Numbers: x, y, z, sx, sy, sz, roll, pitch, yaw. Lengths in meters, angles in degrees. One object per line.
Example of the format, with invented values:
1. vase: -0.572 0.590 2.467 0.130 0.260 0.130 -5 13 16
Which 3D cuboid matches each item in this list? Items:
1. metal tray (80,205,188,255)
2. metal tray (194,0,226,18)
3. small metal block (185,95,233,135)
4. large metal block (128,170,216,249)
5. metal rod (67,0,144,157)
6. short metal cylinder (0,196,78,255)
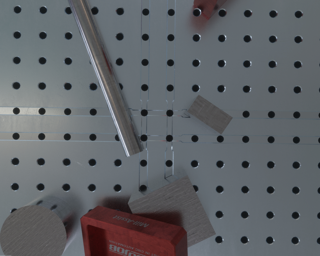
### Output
1. metal tray: -0.032 0.151 0.370 0.130 0.030 0.089 5 106 29
2. metal tray: 0.100 -0.206 0.381 0.030 0.090 0.130 43 90 0
3. small metal block: 0.061 -0.016 0.401 0.050 0.050 0.025 34 90 0
4. large metal block: 0.015 0.110 0.401 0.080 0.050 0.080 -26 90 0
5. metal rod: -0.086 -0.106 0.412 0.025 0.025 0.299 -20 90 0
6. short metal cylinder: -0.153 0.133 0.400 0.081 0.050 0.080 0 90 0
